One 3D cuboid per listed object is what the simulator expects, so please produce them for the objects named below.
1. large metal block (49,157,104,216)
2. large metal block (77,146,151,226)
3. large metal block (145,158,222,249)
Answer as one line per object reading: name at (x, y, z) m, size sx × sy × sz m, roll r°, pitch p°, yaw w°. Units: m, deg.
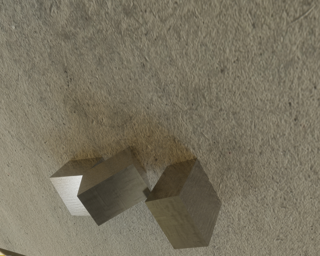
large metal block at (-0.122, 0.098, 0.516) m, size 0.080 × 0.050 × 0.080 m, roll -9°, pitch 114°, yaw 32°
large metal block at (-0.062, 0.077, 0.431) m, size 0.080 × 0.080 × 0.050 m, roll -30°, pitch 105°, yaw -1°
large metal block at (0.035, 0.100, 0.413) m, size 0.050 × 0.080 × 0.080 m, roll -19°, pitch 108°, yaw 32°
